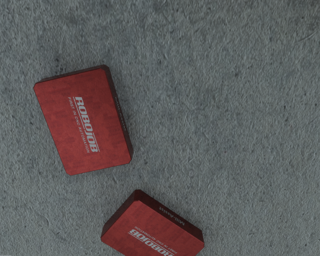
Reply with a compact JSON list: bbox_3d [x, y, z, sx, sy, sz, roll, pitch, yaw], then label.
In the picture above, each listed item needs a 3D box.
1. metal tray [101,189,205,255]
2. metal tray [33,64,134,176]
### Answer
[{"bbox_3d":[-0.010,0.163,0.467,0.130,0.030,0.090,36,106,-13],"label":"metal tray"},{"bbox_3d":[-0.095,-0.008,0.403,0.090,0.030,0.129,-13,110,4],"label":"metal tray"}]
